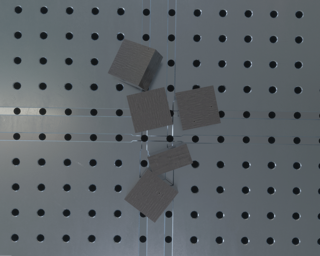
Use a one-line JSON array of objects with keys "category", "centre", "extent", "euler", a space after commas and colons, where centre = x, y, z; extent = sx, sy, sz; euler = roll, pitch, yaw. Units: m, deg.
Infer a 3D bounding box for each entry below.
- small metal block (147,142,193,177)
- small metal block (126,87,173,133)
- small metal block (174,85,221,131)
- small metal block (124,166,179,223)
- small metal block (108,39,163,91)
[{"category": "small metal block", "centre": [0.012, 0.039, 0.401], "extent": [0.050, 0.050, 0.025], "euler": [-19, 90, 0]}, {"category": "small metal block", "centre": [-0.013, -0.023, 0.413], "extent": [0.050, 0.025, 0.050], "euler": [-13, 90, 0]}, {"category": "small metal block", "centre": [0.049, -0.026, 0.414], "extent": [0.050, 0.025, 0.050], "euler": [-11, 90, 0]}, {"category": "small metal block", "centre": [-0.011, 0.088, 0.413], "extent": [0.050, 0.025, 0.050], "euler": [38, 90, 0]}, {"category": "small metal block", "centre": [-0.032, -0.082, 0.404], "extent": [0.050, 0.025, 0.050], "euler": [25, 90, 24]}]
